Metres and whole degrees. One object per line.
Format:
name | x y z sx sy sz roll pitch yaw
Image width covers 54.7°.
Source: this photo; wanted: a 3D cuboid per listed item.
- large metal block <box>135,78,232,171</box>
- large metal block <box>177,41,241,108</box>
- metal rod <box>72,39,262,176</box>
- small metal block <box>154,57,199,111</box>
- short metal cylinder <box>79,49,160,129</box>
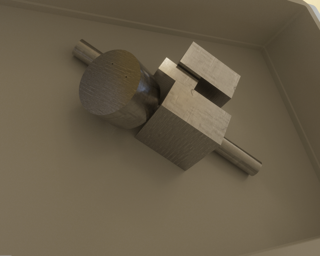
large metal block | 0.027 -0.001 0.386 0.080 0.080 0.050 34 51 -6
large metal block | 0.051 -0.058 0.435 0.080 0.080 0.050 35 51 -6
metal rod | 0.014 -0.025 0.429 0.301 0.025 0.025 34 51 -6
small metal block | 0.013 -0.054 0.400 0.050 0.050 0.025 35 51 -5
short metal cylinder | -0.047 -0.044 0.364 0.050 0.080 0.080 37 35 -59
